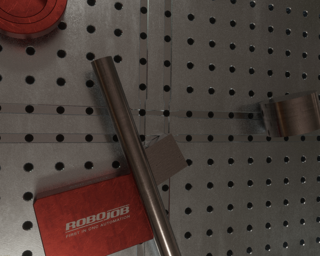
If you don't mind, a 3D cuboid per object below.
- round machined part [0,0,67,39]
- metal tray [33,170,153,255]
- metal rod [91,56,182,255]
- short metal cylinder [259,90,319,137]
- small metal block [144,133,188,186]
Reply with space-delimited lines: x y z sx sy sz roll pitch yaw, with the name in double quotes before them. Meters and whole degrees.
"round machined part" -0.156 -0.148 0.346 0.099 0.042 0.097 0 90 -21
"metal tray" -0.078 0.110 0.382 0.131 0.030 0.089 -13 95 -20
"metal rod" -0.020 0.062 0.373 0.025 0.025 0.298 -21 97 -19
"short metal cylinder" 0.193 -0.021 0.457 0.081 0.080 0.050 -17 96 -20
"small metal block" 0.001 0.041 0.414 0.050 0.025 0.050 -31 101 -18
